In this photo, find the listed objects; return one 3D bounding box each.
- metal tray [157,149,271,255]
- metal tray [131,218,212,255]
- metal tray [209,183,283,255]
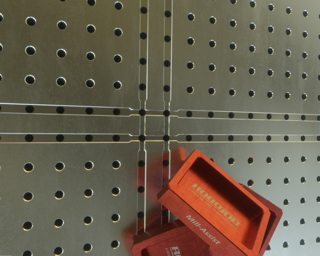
[{"bbox_3d":[0.071,0.097,0.390,0.130,0.030,0.090,40,39,5],"label":"metal tray"},{"bbox_3d":[0.029,0.189,0.398,0.090,0.030,0.129,-22,91,1],"label":"metal tray"},{"bbox_3d":[0.114,0.156,0.453,0.090,0.030,0.130,34,79,-17],"label":"metal tray"}]
